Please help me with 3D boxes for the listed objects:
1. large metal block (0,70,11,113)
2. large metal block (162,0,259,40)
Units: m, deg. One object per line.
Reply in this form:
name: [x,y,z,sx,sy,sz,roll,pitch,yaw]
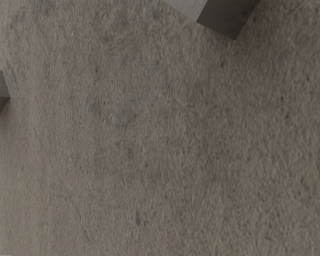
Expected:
large metal block: [-0.393,-0.080,0.708,0.080,0.050,0.080,-41,66,32]
large metal block: [0.062,-0.146,0.317,0.050,0.081,0.080,44,117,30]
